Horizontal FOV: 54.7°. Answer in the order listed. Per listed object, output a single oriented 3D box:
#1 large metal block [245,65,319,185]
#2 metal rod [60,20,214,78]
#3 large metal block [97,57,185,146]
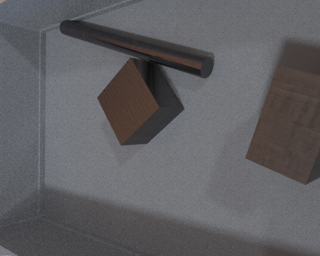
[{"bbox_3d":[0.126,-0.004,0.267,0.050,0.081,0.079,25,106,37],"label":"large metal block"},{"bbox_3d":[-0.054,-0.122,0.448,0.300,0.025,0.025,26,106,36],"label":"metal rod"},{"bbox_3d":[-0.028,-0.033,0.411,0.080,0.050,0.080,-43,64,31],"label":"large metal block"}]
